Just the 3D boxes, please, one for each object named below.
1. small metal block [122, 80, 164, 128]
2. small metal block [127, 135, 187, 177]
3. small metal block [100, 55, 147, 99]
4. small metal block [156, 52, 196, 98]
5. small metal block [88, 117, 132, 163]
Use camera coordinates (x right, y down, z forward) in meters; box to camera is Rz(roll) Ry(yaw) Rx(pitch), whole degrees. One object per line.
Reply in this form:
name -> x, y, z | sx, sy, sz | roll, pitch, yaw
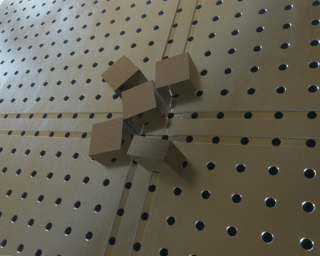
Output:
small metal block -> -0.025, -0.034, 0.441 | 0.050, 0.025, 0.050 | -20, 54, 16
small metal block -> -0.003, 0.034, 0.372 | 0.050, 0.050, 0.025 | 7, 66, 31
small metal block -> -0.057, -0.080, 0.486 | 0.050, 0.025, 0.050 | -42, 51, -1
small metal block -> 0.022, -0.075, 0.442 | 0.050, 0.025, 0.050 | -13, 56, 20
small metal block -> -0.068, 0.017, 0.432 | 0.050, 0.025, 0.050 | -13, 56, 21
